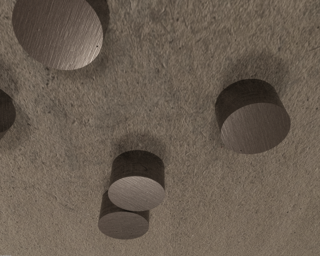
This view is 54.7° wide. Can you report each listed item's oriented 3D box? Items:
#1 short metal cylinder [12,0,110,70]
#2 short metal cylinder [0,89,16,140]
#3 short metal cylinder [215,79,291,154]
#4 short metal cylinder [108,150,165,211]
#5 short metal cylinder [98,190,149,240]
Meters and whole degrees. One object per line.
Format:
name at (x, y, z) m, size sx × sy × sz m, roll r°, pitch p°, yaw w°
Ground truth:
short metal cylinder at (-0.093, -0.104, 0.301) m, size 0.081 × 0.050 × 0.079 m, roll 0°, pitch 130°, yaw 0°
short metal cylinder at (-0.218, -0.012, 0.357) m, size 0.080 × 0.080 × 0.050 m, roll 35°, pitch 122°, yaw -26°
short metal cylinder at (0.111, -0.013, 0.381) m, size 0.081 × 0.050 × 0.079 m, roll 0°, pitch 130°, yaw 0°
short metal cylinder at (-0.033, 0.078, 0.457) m, size 0.081 × 0.050 × 0.079 m, roll -1°, pitch 130°, yaw 0°
short metal cylinder at (-0.058, 0.140, 0.509) m, size 0.081 × 0.050 × 0.079 m, roll 0°, pitch 130°, yaw 0°
